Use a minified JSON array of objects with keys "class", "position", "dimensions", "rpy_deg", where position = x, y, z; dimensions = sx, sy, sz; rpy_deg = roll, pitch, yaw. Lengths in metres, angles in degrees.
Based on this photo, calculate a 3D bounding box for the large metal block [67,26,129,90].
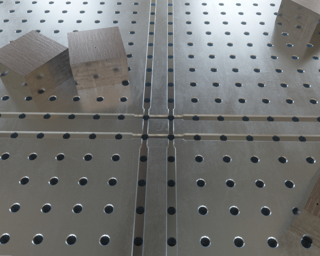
[{"class":"large metal block","position":[-0.096,-0.110,0.484],"dimensions":[0.081,0.050,0.080],"rpy_deg":[-11,51,-9]}]

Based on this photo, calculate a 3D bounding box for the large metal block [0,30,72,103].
[{"class":"large metal block","position":[-0.191,-0.096,0.471],"dimensions":[0.080,0.050,0.080],"rpy_deg":[29,56,22]}]

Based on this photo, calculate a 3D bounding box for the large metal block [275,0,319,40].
[{"class":"large metal block","position":[0.279,-0.217,0.575],"dimensions":[0.080,0.050,0.080],"rpy_deg":[-30,56,-23]}]

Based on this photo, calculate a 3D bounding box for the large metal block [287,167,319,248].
[{"class":"large metal block","position":[0.193,0.087,0.320],"dimensions":[0.080,0.050,0.080],"rpy_deg":[29,56,22]}]
